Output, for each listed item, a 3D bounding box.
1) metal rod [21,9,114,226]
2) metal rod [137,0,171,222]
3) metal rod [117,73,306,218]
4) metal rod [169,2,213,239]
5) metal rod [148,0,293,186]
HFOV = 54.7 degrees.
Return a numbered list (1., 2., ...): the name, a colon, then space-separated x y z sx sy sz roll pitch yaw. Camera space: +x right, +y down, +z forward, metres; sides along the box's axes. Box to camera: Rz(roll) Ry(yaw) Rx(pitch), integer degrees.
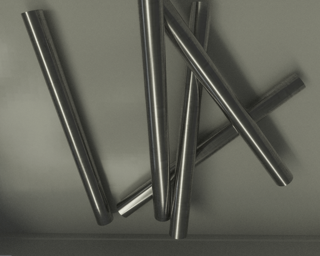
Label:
1. metal rod: -0.115 0.001 0.410 0.025 0.025 0.298 -12 110 4
2. metal rod: -0.003 -0.007 0.361 0.025 0.025 0.298 -3 120 1
3. metal rod: 0.060 0.030 0.422 0.300 0.025 0.025 -38 106 12
4. metal rod: 0.037 0.001 0.392 0.025 0.025 0.298 4 103 -2
5. metal rod: 0.075 -0.037 0.365 0.025 0.025 0.300 -36 111 12
